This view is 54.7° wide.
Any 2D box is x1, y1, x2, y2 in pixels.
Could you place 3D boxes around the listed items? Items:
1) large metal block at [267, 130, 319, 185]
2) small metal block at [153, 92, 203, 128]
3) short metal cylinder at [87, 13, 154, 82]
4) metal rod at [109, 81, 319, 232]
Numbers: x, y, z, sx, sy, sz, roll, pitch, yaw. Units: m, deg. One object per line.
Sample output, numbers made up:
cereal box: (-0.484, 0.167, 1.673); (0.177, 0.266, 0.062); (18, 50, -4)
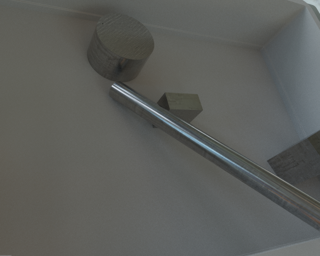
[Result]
large metal block: (0.227, 0.042, 0.470); (0.081, 0.080, 0.050); (-20, 73, -36)
small metal block: (0.021, -0.023, 0.416); (0.050, 0.050, 0.025); (0, 62, -29)
short metal cylinder: (-0.055, -0.111, 0.429); (0.081, 0.050, 0.080); (14, 56, -21)
metal rod: (0.057, 0.023, 0.348); (0.300, 0.025, 0.025); (33, 47, 24)
